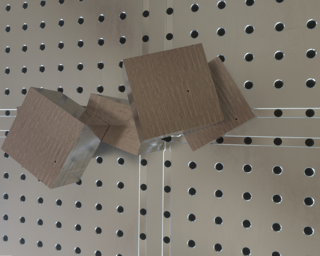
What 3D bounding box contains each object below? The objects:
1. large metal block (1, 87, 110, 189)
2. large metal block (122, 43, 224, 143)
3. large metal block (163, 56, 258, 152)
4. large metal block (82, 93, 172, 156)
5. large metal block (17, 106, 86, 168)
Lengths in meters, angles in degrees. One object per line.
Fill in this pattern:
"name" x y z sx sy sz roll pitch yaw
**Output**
"large metal block" -0.119 0.010 0.354 0.080 0.050 0.080 33 100 17
"large metal block" 0.010 -0.034 0.322 0.081 0.050 0.080 -14 85 -10
"large metal block" 0.060 -0.027 0.377 0.080 0.050 0.080 -32 80 17
"large metal block" -0.040 -0.005 0.396 0.080 0.080 0.050 20 97 18
"large metal block" -0.146 0.009 0.433 0.050 0.080 0.080 -7 88 19
